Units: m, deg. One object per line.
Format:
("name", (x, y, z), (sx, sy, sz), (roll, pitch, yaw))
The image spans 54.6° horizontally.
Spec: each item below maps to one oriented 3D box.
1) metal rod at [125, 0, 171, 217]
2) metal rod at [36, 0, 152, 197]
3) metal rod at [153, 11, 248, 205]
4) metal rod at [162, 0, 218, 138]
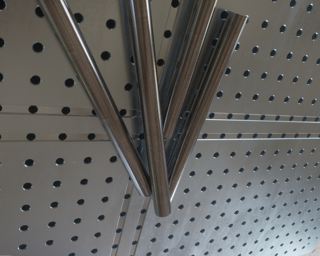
("metal rod", (-0.009, -0.007, 0.385), (0.025, 0.025, 0.298), (-17, 121, -19))
("metal rod", (-0.062, -0.020, 0.364), (0.025, 0.025, 0.299), (-29, 128, -10))
("metal rod", (0.048, -0.008, 0.431), (0.025, 0.025, 0.298), (6, 116, -31))
("metal rod", (0.046, -0.123, 0.359), (0.025, 0.025, 0.298), (3, 117, -30))
